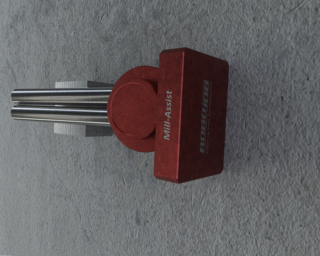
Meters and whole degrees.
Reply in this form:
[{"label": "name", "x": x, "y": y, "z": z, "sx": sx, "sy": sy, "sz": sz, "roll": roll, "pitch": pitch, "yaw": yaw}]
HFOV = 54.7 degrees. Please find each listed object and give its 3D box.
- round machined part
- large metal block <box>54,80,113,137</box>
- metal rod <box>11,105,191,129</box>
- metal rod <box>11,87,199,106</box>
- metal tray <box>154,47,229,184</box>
[{"label": "round machined part", "x": -0.020, "y": -0.021, "z": 0.346, "sx": 0.098, "sy": 0.042, "sz": 0.097, "roll": 1, "pitch": 93, "yaw": 29}, {"label": "large metal block", "x": -0.118, "y": -0.030, "z": 0.480, "sx": 0.080, "sy": 0.050, "sz": 0.079, "roll": 4, "pitch": 93, "yaw": 39}, {"label": "metal rod", "x": -0.089, "y": -0.016, "z": 0.419, "sx": 0.301, "sy": 0.025, "sz": 0.025, "roll": 4, "pitch": 92, "yaw": 27}, {"label": "metal rod", "x": -0.088, "y": -0.042, "z": 0.418, "sx": 0.301, "sy": 0.025, "sz": 0.025, "roll": 3, "pitch": 92, "yaw": 27}, {"label": "metal tray", "x": 0.036, "y": -0.012, "z": 0.332, "sx": 0.030, "sy": 0.091, "sz": 0.129, "roll": 5, "pitch": 93, "yaw": 40}]
